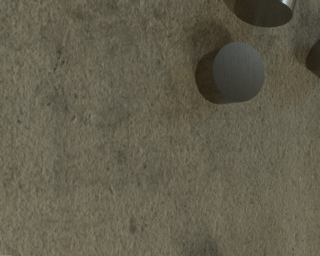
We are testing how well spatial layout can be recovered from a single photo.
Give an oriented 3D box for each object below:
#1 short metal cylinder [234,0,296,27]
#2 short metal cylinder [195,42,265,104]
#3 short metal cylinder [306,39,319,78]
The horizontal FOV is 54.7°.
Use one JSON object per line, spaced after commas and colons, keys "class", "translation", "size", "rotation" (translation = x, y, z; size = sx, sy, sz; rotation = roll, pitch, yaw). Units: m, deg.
{"class": "short metal cylinder", "translation": [0.150, -0.185, 0.437], "size": [0.081, 0.080, 0.050], "rotation": [18, 84, -20]}
{"class": "short metal cylinder", "translation": [0.097, -0.074, 0.433], "size": [0.081, 0.050, 0.079], "rotation": [0, 90, -21]}
{"class": "short metal cylinder", "translation": [0.281, -0.110, 0.486], "size": [0.050, 0.080, 0.080], "rotation": [30, 80, -18]}
